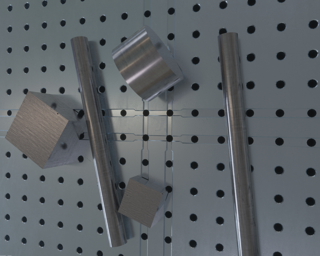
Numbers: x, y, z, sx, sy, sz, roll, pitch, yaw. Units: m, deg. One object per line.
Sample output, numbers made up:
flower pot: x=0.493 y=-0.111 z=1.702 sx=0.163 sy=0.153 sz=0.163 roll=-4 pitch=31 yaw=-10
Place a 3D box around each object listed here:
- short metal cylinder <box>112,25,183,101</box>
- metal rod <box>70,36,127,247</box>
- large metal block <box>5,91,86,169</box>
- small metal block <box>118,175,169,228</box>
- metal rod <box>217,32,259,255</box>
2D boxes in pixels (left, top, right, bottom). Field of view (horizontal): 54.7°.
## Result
short metal cylinder: x=-0.014 y=-0.080 z=0.388 sx=0.050 sy=0.080 sz=0.080 roll=-33 pitch=80 yaw=17
metal rod: x=-0.088 y=0.016 z=0.443 sx=0.025 sy=0.025 sz=0.298 roll=-13 pitch=86 yaw=19
large metal block: x=-0.166 y=0.002 z=0.458 sx=0.080 sy=0.050 sz=0.080 roll=34 pitch=101 yaw=16
small metal block: x=-0.022 y=0.099 z=0.420 sx=0.050 sy=0.025 sz=0.050 roll=21 pitch=97 yaw=18
metal rod: x=0.097 y=0.034 z=0.378 sx=0.025 sy=0.025 sz=0.298 roll=-6 pitch=88 yaw=20
